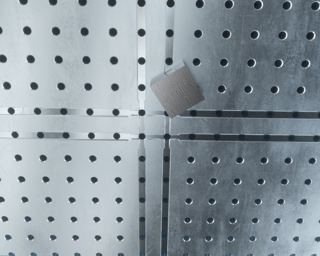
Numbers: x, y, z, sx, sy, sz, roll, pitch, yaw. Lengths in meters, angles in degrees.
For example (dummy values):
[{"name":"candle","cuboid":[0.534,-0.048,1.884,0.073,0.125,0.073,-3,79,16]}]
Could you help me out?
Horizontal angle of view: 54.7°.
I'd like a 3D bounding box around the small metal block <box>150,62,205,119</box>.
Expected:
[{"name":"small metal block","cuboid":[0.022,-0.048,0.396,0.050,0.025,0.050,-31,108,10]}]
